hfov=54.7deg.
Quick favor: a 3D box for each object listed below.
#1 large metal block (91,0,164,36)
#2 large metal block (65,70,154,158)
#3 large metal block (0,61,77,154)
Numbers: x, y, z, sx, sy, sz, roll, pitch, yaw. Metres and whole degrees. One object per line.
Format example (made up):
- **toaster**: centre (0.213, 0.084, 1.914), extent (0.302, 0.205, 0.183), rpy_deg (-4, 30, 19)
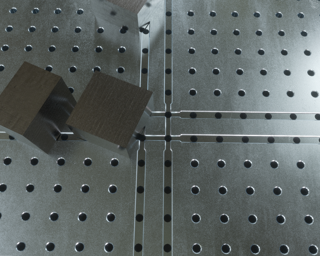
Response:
- **large metal block**: centre (-0.048, -0.200, 0.471), extent (0.080, 0.050, 0.080), rpy_deg (27, 72, 9)
- **large metal block**: centre (-0.061, -0.017, 0.404), extent (0.080, 0.050, 0.080), rpy_deg (22, 71, 7)
- **large metal block**: centre (-0.155, -0.022, 0.389), extent (0.050, 0.080, 0.080), rpy_deg (24, 72, 8)
